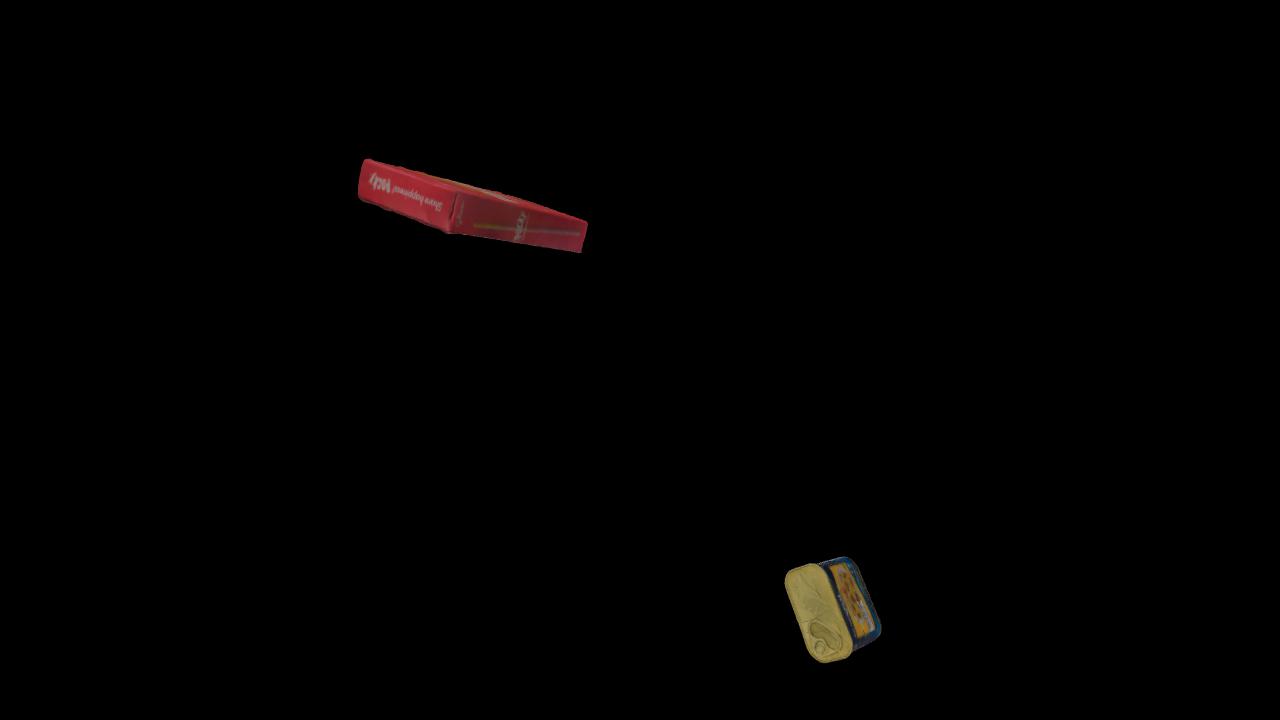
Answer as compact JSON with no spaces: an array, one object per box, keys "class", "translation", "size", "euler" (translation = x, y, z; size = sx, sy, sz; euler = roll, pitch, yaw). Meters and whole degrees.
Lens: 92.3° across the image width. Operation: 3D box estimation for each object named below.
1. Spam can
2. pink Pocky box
[{"class":"Spam can","translation":[0.224,0.282,0.708],"size":[0.085,0.101,0.058],"euler":[7,-32,-46]},{"class":"pink Pocky box","translation":[-0.112,-0.108,0.447],"size":[0.084,0.029,0.155],"euler":[23,14,23]}]
